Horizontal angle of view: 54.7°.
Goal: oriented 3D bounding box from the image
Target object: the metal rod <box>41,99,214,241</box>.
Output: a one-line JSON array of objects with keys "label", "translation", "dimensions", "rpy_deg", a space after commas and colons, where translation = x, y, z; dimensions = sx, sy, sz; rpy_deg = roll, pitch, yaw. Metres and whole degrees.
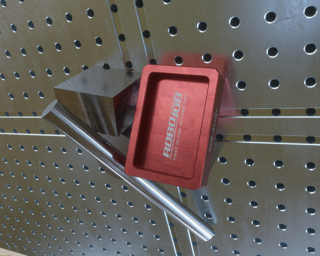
[{"label": "metal rod", "translation": [-0.023, 0.070, 0.402], "dimensions": [0.025, 0.025, 0.300], "rpy_deg": [-23, 126, 36]}]

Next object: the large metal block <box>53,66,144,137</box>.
[{"label": "large metal block", "translation": [-0.069, -0.037, 0.388], "dimensions": [0.080, 0.080, 0.050], "rpy_deg": [11, 123, 21]}]

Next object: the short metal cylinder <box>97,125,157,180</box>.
[{"label": "short metal cylinder", "translation": [-0.046, 0.027, 0.434], "dimensions": [0.080, 0.050, 0.079], "rpy_deg": [13, 124, 20]}]

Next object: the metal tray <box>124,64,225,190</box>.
[{"label": "metal tray", "translation": [0.016, -0.003, 0.350], "dimensions": [0.090, 0.030, 0.129], "rpy_deg": [9, 86, 23]}]

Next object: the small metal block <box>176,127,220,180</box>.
[{"label": "small metal block", "translation": [0.043, 0.031, 0.391], "dimensions": [0.050, 0.050, 0.025], "rpy_deg": [45, 129, -4]}]
